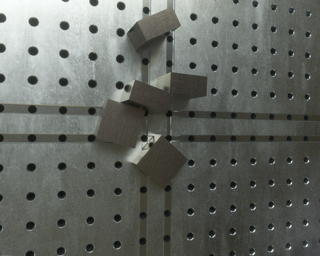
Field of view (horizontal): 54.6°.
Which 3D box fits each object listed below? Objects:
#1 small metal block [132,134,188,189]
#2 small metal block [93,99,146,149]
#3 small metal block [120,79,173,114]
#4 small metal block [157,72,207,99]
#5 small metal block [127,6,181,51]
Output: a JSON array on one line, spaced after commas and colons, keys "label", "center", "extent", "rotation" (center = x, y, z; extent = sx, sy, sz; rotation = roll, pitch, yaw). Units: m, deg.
[{"label": "small metal block", "center": [0.000, 0.044, 0.412], "extent": [0.050, 0.025, 0.050], "rotation": [44, 76, -15]}, {"label": "small metal block", "center": [-0.052, -0.005, 0.393], "extent": [0.050, 0.025, 0.050], "rotation": [17, 84, -19]}, {"label": "small metal block", "center": [-0.019, -0.038, 0.392], "extent": [0.050, 0.050, 0.025], "rotation": [18, 84, -19]}, {"label": "small metal block", "center": [0.028, -0.054, 0.409], "extent": [0.050, 0.050, 0.025], "rotation": [3, 89, -20]}, {"label": "small metal block", "center": [-0.009, -0.126, 0.396], "extent": [0.050, 0.050, 0.025], "rotation": [-29, 100, -18]}]
